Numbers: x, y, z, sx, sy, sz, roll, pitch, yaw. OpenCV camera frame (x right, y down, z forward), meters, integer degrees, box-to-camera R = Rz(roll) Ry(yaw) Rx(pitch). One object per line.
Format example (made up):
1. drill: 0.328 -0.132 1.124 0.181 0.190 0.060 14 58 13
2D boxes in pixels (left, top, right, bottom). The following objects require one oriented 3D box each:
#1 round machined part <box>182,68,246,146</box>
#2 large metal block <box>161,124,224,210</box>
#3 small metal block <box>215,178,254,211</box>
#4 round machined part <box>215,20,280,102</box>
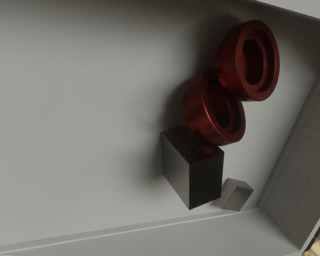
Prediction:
1. round machined part: 0.066 -0.023 0.398 0.042 0.098 0.098 -22 142 39
2. large metal block: 0.043 0.051 0.430 0.050 0.080 0.079 -17 125 -19
3. small metal block: 0.133 0.121 0.559 0.050 0.025 0.050 18 109 -36
4. round machined part: 0.107 -0.082 0.390 0.099 0.042 0.097 -2 93 -41
